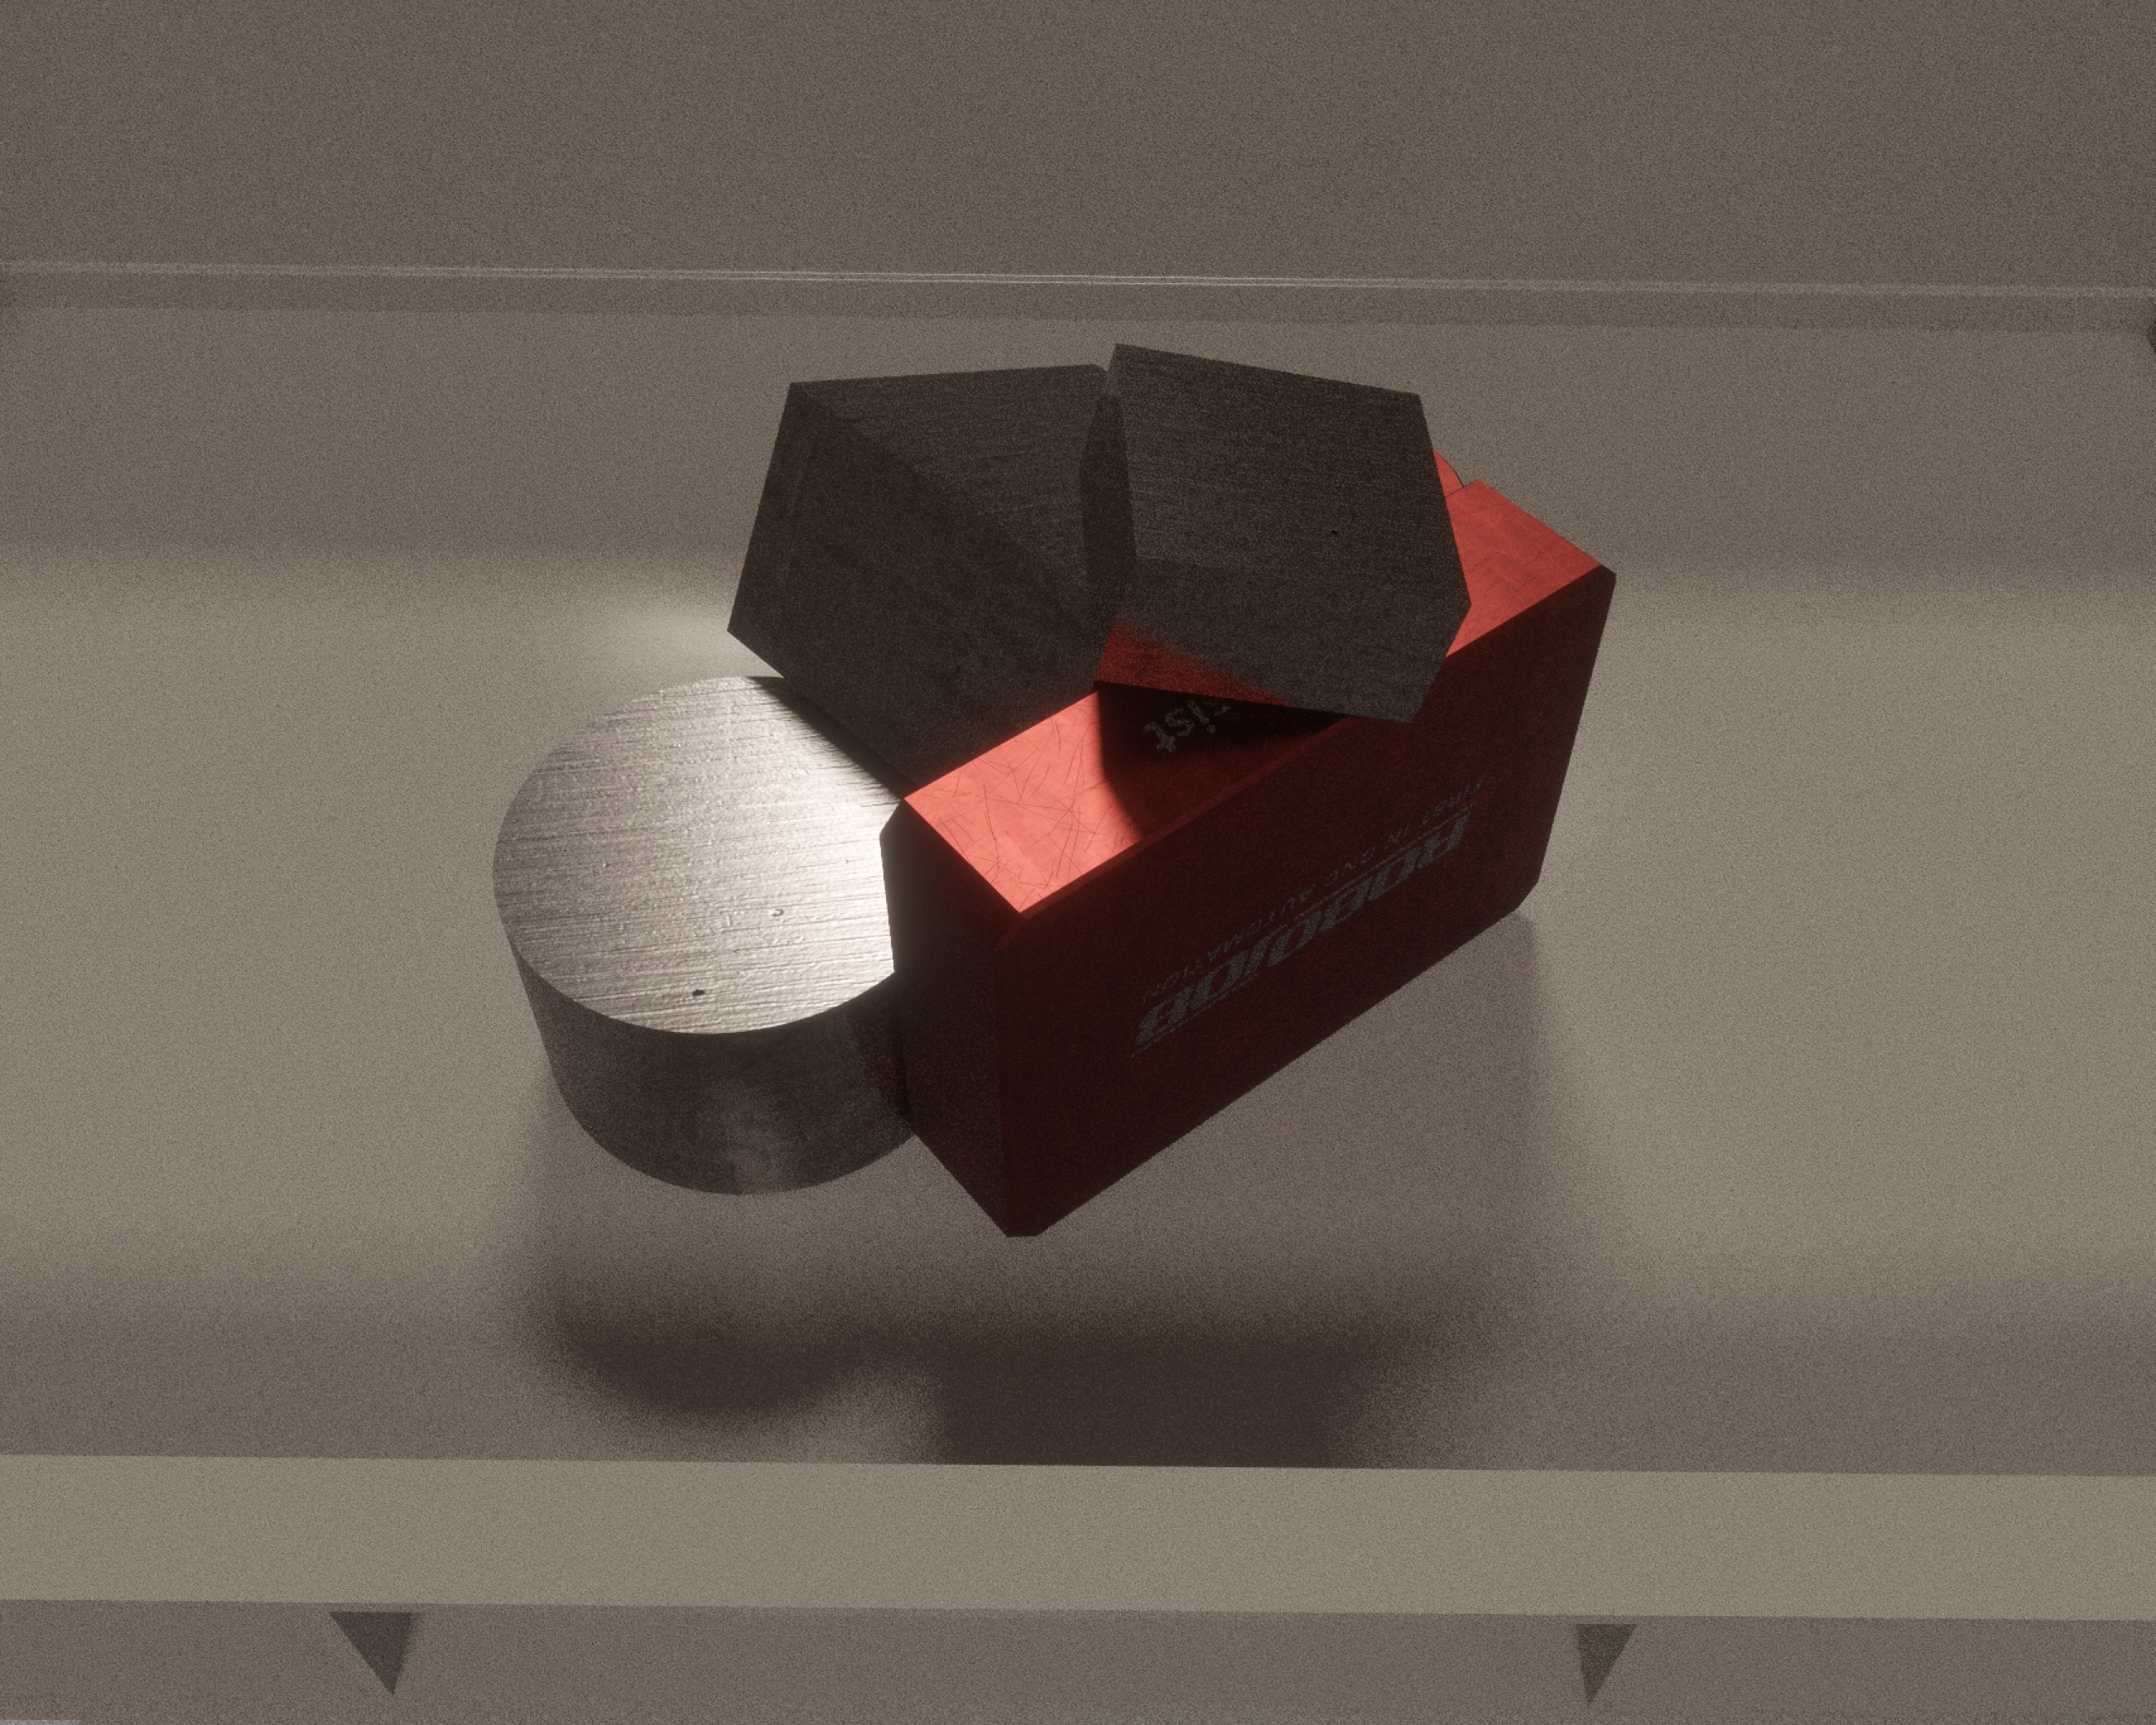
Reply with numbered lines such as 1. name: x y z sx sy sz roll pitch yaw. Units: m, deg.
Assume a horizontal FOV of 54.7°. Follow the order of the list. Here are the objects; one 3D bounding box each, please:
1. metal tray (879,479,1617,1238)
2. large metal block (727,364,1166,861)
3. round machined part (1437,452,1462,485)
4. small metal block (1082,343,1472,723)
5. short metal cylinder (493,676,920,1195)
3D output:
1. metal tray: 0.030 0.000 0.361 0.131 0.089 0.030 -31 56 -24
2. large metal block: -0.003 -0.049 0.382 0.080 0.050 0.081 39 35 27
3. round machined part: 0.047 -0.060 0.443 0.099 0.042 0.098 0 50 0
4. small metal block: 0.029 -0.051 0.322 0.050 0.025 0.050 7 48 -12
5. short metal cylinder: -0.059 0.012 0.375 0.081 0.050 0.080 0 50 0
